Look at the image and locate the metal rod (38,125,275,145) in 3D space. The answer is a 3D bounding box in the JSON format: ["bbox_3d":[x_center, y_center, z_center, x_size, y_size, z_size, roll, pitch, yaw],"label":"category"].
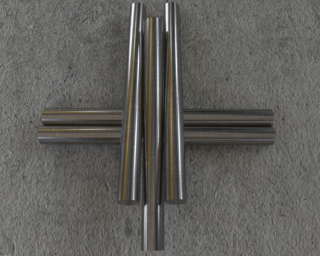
[{"bbox_3d":[-0.004,0.010,0.407,0.302,0.025,0.025,0,70,-1],"label":"metal rod"}]

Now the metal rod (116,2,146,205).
[{"bbox_3d":[-0.034,-0.051,0.405,0.025,0.025,0.299,0,62,0],"label":"metal rod"}]

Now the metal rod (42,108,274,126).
[{"bbox_3d":[-0.002,-0.014,0.415,0.302,0.025,0.025,0,70,-1],"label":"metal rod"}]

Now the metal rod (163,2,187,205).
[{"bbox_3d":[0.017,-0.052,0.406,0.025,0.025,0.299,0,62,0],"label":"metal rod"}]

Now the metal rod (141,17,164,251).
[{"bbox_3d":[-0.008,-0.008,0.385,0.025,0.025,0.299,0,70,-1],"label":"metal rod"}]
